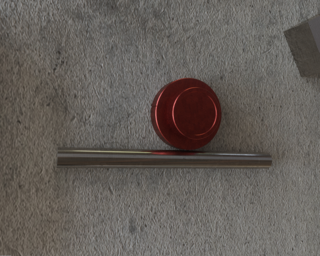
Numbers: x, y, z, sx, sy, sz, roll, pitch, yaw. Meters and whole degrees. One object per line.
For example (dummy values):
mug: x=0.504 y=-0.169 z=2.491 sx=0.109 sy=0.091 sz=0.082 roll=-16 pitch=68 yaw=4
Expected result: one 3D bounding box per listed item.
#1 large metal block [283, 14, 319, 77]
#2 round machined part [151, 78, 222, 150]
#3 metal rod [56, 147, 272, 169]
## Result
large metal block: x=0.258 y=-0.138 z=0.493 sx=0.080 sy=0.050 sz=0.080 roll=-29 pitch=100 yaw=-18
round machined part: x=0.041 y=-0.019 z=0.416 sx=0.099 sy=0.042 sz=0.097 roll=0 pitch=90 yaw=-21
metal rod: x=0.020 y=0.042 z=0.417 sx=0.303 sy=0.025 sz=0.025 roll=3 pitch=89 yaw=-21
